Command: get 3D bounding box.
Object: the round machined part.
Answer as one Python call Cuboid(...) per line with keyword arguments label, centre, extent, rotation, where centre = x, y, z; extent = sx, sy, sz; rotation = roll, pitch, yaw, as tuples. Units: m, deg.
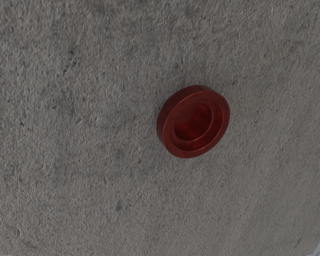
Cuboid(label="round machined part", centre=(0.039, -0.012, 0.409), extent=(0.099, 0.042, 0.097), rotation=(-14, 124, -21))
